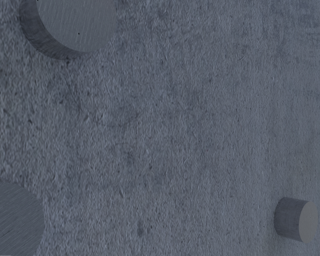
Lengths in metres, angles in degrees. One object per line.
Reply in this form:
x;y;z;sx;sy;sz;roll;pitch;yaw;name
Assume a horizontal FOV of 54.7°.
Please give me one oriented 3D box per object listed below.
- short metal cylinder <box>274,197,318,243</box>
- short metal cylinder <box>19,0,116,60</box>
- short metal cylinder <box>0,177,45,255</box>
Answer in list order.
0.271;0.181;0.616;0.081;0.050;0.080;0;90;-40;short metal cylinder
-0.092;-0.112;0.311;0.081;0.050;0.080;0;90;-40;short metal cylinder
-0.148;0.083;0.264;0.081;0.050;0.080;0;90;-40;short metal cylinder
